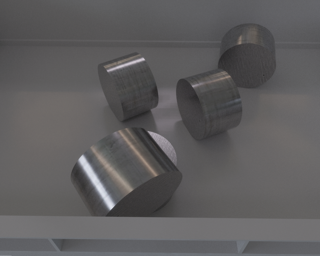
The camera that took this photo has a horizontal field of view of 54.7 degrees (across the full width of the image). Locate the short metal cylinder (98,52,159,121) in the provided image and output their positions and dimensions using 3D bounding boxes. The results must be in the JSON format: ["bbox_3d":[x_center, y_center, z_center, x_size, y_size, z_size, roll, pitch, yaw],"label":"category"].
[{"bbox_3d":[-0.044,-0.055,0.415,0.050,0.080,0.080,-24,54,-18],"label":"short metal cylinder"}]

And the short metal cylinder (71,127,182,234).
[{"bbox_3d":[-0.028,0.045,0.267,0.081,0.080,0.050,-28,61,-22],"label":"short metal cylinder"}]

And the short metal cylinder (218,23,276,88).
[{"bbox_3d":[0.129,-0.106,0.459,0.080,0.080,0.050,9,51,7],"label":"short metal cylinder"}]

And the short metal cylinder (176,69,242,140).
[{"bbox_3d":[0.060,-0.030,0.395,0.050,0.080,0.080,-18,53,-14],"label":"short metal cylinder"}]

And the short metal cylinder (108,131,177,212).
[{"bbox_3d":[-0.022,0.049,0.347,0.080,0.050,0.080,0,50,0],"label":"short metal cylinder"}]
